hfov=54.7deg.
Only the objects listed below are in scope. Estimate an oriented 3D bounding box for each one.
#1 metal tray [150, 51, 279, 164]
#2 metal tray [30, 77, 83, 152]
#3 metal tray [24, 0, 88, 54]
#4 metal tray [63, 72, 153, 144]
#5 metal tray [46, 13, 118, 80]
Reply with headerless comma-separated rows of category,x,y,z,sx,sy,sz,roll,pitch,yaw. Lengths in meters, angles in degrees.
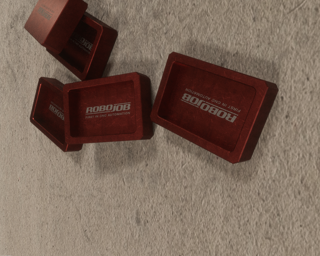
metal tray,0.055,-0.027,0.355,0.130,0.030,0.089,28,107,36
metal tray,-0.176,-0.026,0.543,0.130,0.030,0.089,31,109,35
metal tray,-0.175,-0.183,0.511,0.090,0.030,0.130,-57,44,7
metal tray,-0.077,-0.025,0.442,0.130,0.030,0.089,-5,87,25
metal tray,-0.133,-0.142,0.507,0.130,0.030,0.089,39,113,32
